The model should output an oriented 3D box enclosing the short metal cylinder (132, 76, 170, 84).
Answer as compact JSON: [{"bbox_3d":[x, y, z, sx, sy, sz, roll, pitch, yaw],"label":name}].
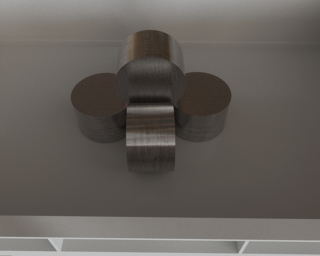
[{"bbox_3d":[-0.013,-0.088,0.441,0.050,0.080,0.080,-1,50,-2],"label":"short metal cylinder"}]

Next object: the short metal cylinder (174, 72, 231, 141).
[{"bbox_3d":[0.050,-0.029,0.411,0.080,0.050,0.080,0,50,0],"label":"short metal cylinder"}]

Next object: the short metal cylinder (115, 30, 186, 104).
[{"bbox_3d":[-0.011,-0.067,0.366,0.081,0.080,0.050,-1,50,-1],"label":"short metal cylinder"}]

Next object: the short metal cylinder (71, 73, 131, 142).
[{"bbox_3d":[-0.071,-0.028,0.409,0.080,0.050,0.080,0,50,0],"label":"short metal cylinder"}]

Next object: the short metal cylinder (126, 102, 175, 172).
[{"bbox_3d":[-0.010,0.011,0.358,0.050,0.080,0.080,-1,50,-2],"label":"short metal cylinder"}]
